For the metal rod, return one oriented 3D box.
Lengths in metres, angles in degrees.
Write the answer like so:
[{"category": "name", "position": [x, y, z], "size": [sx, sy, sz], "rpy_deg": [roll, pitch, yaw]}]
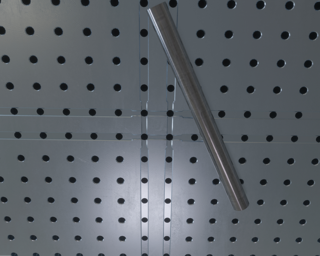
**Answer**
[{"category": "metal rod", "position": [0.057, -0.014, 0.408], "size": [0.025, 0.025, 0.299], "rpy_deg": [-23, 109, 8]}]
